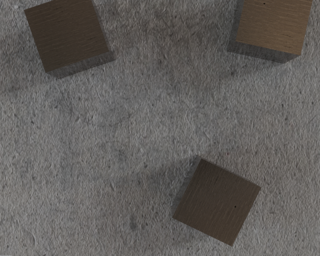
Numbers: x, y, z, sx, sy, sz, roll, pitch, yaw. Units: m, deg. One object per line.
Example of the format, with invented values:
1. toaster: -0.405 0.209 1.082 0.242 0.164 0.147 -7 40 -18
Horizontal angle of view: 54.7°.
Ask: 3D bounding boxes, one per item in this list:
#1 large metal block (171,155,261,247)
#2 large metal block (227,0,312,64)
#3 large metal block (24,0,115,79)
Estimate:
1. large metal block: 0.068 0.090 0.398 0.080 0.050 0.080 26 90 0
2. large metal block: 0.139 -0.135 0.398 0.080 0.050 0.080 12 90 0
3. large metal block: -0.112 -0.117 0.396 0.080 0.050 0.080 -19 90 0
